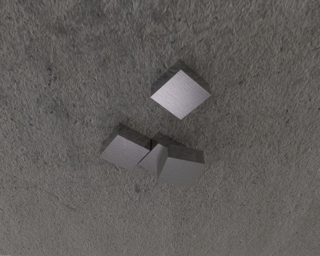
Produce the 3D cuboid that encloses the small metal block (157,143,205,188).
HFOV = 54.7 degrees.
[{"bbox_3d":[0.027,0.052,0.419,0.050,0.025,0.050,12,129,-11],"label":"small metal block"}]

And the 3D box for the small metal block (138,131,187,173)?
[{"bbox_3d":[0.004,0.039,0.440,0.050,0.025,0.050,28,125,-22],"label":"small metal block"}]

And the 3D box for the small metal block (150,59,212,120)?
[{"bbox_3d":[0.024,-0.045,0.369,0.050,0.025,0.050,35,122,-26],"label":"small metal block"}]

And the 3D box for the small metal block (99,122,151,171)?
[{"bbox_3d":[-0.048,0.027,0.430,0.050,0.025,0.050,28,125,-22],"label":"small metal block"}]
